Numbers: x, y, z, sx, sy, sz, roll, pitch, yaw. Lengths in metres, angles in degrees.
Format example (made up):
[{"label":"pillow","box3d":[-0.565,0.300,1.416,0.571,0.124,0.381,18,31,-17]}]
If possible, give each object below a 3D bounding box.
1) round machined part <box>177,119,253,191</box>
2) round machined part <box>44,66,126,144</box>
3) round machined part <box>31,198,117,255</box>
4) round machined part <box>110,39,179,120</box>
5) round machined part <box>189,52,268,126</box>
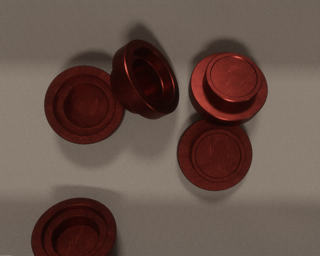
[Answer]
[{"label":"round machined part","box3d":[0.072,0.034,0.404,0.099,0.042,0.097,0,90,-1]},{"label":"round machined part","box3d":[-0.093,-0.029,0.402,0.099,0.042,0.097,0,90,-1]},{"label":"round machined part","box3d":[-0.104,0.139,0.384,0.099,0.098,0.042,6,132,-1]},{"label":"round machined part","box3d":[-0.023,-0.056,0.384,0.042,0.099,0.098,-24,90,34]},{"label":"round machined part","box3d":[0.087,-0.055,0.388,0.099,0.042,0.098,1,69,-3]}]
